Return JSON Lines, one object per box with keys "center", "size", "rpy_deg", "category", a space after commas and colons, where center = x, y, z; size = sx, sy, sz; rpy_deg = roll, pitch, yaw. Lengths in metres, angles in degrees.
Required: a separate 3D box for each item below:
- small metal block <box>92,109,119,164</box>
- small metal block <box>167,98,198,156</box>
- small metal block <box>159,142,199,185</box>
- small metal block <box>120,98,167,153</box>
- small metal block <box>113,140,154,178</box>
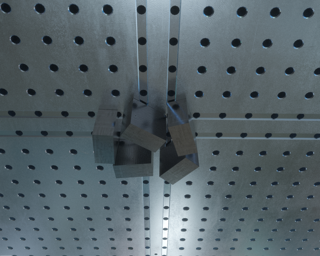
{"center": [-0.070, 0.011, 0.404], "size": [0.025, 0.050, 0.050], "rpy_deg": [3, 131, -2], "category": "small metal block"}
{"center": [0.028, -0.001, 0.394], "size": [0.025, 0.050, 0.050], "rpy_deg": [-13, 128, 10], "category": "small metal block"}
{"center": [0.026, 0.042, 0.430], "size": [0.025, 0.050, 0.050], "rpy_deg": [35, 122, -25], "category": "small metal block"}
{"center": [-0.020, -0.004, 0.392], "size": [0.050, 0.050, 0.025], "rpy_deg": [27, 126, -21], "category": "small metal block"}
{"center": [-0.035, 0.041, 0.429], "size": [0.050, 0.050, 0.025], "rpy_deg": [-4, 130, 3], "category": "small metal block"}
